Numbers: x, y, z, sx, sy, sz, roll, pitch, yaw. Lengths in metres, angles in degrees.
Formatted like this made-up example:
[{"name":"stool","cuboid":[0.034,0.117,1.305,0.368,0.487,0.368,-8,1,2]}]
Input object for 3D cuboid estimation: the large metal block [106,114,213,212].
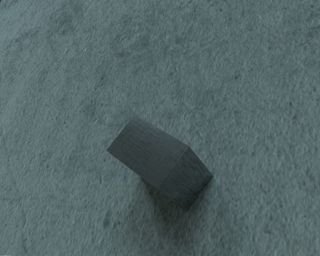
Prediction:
[{"name":"large metal block","cuboid":[0.002,0.039,0.343,0.080,0.080,0.050,30,79,37]}]
